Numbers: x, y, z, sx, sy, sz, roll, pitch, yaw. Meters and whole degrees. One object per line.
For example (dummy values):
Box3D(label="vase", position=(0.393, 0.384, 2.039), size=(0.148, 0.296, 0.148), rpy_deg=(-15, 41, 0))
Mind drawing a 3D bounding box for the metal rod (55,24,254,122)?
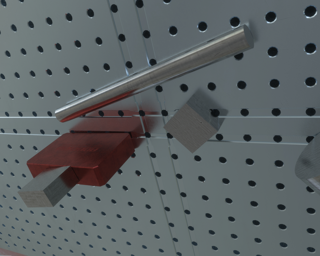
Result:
Box3D(label="metal rod", position=(-0.031, -0.056, 0.391), size=(0.300, 0.025, 0.025), rpy_deg=(-17, 110, 34))

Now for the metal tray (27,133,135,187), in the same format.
Box3D(label="metal tray", position=(-0.114, 0.041, 0.452), size=(0.130, 0.090, 0.030), rpy_deg=(0, 118, 28))

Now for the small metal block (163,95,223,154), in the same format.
Box3D(label="small metal block", position=(0.041, -0.004, 0.386), size=(0.050, 0.025, 0.050), rpy_deg=(42, 129, -1))

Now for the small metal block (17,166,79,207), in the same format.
Box3D(label="small metal block", position=(-0.142, 0.075, 0.396), size=(0.050, 0.050, 0.025), rpy_deg=(-10, 113, 32))

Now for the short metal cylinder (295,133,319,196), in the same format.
Box3D(label="short metal cylinder", position=(0.182, 0.035, 0.302), size=(0.050, 0.080, 0.080), rpy_deg=(40, 129, 0))
